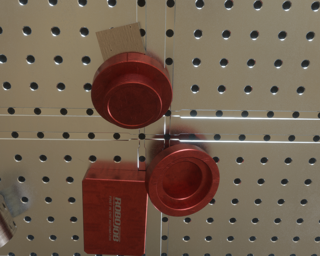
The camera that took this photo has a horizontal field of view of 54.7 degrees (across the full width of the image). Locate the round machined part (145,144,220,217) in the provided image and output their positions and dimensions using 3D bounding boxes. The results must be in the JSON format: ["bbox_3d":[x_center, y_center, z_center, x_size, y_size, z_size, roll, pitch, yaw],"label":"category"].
[{"bbox_3d":[0.027,0.067,0.421,0.099,0.042,0.097,-5,108,-14],"label":"round machined part"}]

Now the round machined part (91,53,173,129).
[{"bbox_3d":[-0.033,-0.037,0.375,0.099,0.042,0.097,-3,130,-4],"label":"round machined part"}]

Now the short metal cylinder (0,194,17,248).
[{"bbox_3d":[-0.250,0.136,0.431,0.080,0.080,0.050,-13,110,4],"label":"short metal cylinder"}]

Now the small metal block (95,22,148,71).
[{"bbox_3d":[-0.045,-0.098,0.377,0.050,0.025,0.050,-12,110,4],"label":"small metal block"}]

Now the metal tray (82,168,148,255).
[{"bbox_3d":[-0.065,0.126,0.456,0.091,0.030,0.129,3,110,-2],"label":"metal tray"}]
